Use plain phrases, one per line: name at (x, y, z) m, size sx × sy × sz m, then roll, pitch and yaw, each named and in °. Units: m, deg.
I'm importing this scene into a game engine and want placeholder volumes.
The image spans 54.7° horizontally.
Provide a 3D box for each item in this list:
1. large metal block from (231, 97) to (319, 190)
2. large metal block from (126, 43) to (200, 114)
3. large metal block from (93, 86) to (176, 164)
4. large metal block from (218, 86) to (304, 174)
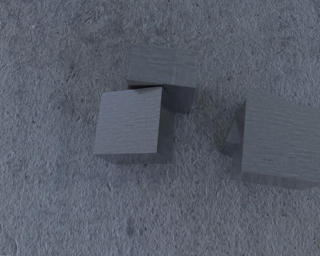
large metal block at (0.125, 0.019, 0.336) m, size 0.080 × 0.050 × 0.080 m, roll 8°, pitch 71°, yaw 3°
large metal block at (0.005, -0.061, 0.401) m, size 0.080 × 0.080 × 0.050 m, roll 7°, pitch 70°, yaw 2°
large metal block at (-0.029, 0.000, 0.381) m, size 0.080 × 0.050 × 0.080 m, roll -3°, pitch 69°, yaw 21°
large metal block at (0.131, 0.006, 0.393) m, size 0.080 × 0.050 × 0.080 m, roll 24°, pitch 72°, yaw 8°
